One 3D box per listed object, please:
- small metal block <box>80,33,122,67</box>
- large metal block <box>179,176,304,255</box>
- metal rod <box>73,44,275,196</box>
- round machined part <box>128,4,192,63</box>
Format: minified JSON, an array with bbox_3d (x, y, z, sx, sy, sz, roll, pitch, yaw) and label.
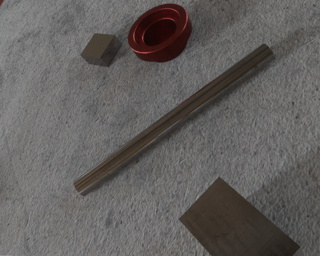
[{"bbox_3d":[-0.103,-0.137,0.542,0.050,0.025,0.050,16,70,34],"label":"small metal block"},{"bbox_3d":[0.074,0.099,0.270,0.050,0.080,0.080,-46,51,-4],"label":"large metal block"},{"bbox_3d":[0.015,-0.008,0.400,0.300,0.025,0.025,-36,51,4],"label":"metal rod"},{"bbox_3d":[0.004,-0.140,0.477,0.098,0.042,0.098,-13,56,21],"label":"round machined part"}]
